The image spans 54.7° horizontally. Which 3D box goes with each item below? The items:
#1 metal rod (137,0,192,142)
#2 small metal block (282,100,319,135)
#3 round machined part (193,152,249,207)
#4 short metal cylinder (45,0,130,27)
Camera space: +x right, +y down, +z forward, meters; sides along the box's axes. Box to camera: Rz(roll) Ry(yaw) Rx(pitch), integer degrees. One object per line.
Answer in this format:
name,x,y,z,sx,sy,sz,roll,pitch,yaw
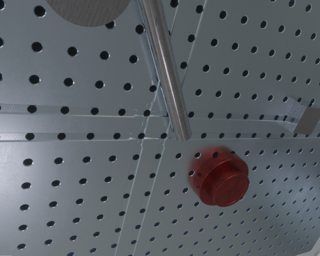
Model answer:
metal rod,-0.002,-0.103,0.346,0.025,0.025,0.298,-26,128,-12
small metal block,0.249,-0.017,0.537,0.050,0.025,0.050,6,116,-31
round machined part,0.109,0.093,0.517,0.099,0.042,0.097,-14,124,-21
short metal cylinder,-0.068,-0.136,0.274,0.081,0.050,0.079,-14,124,-21
